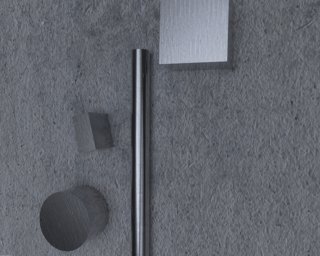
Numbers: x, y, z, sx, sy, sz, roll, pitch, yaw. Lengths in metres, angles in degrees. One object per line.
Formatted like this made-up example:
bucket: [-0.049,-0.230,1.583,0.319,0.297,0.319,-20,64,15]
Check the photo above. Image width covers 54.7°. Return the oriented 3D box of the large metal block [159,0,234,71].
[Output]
large metal block: [0.046,-0.115,0.379,0.080,0.050,0.080,2,91,20]

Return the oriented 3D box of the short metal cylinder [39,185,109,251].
short metal cylinder: [-0.120,0.125,0.438,0.080,0.050,0.080,0,90,20]

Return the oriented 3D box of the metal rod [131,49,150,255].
metal rod: [-0.027,0.046,0.418,0.025,0.025,0.298,0,90,20]

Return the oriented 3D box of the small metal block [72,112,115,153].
small metal block: [-0.091,0.006,0.428,0.025,0.050,0.050,-15,85,19]
